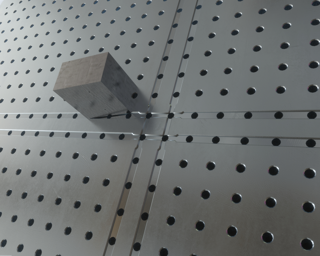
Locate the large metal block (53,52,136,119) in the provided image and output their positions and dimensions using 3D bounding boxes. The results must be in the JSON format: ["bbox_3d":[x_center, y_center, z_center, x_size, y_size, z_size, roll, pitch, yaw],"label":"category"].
[{"bbox_3d":[-0.093,-0.059,0.456,0.080,0.080,0.050,-6,59,24],"label":"large metal block"}]
